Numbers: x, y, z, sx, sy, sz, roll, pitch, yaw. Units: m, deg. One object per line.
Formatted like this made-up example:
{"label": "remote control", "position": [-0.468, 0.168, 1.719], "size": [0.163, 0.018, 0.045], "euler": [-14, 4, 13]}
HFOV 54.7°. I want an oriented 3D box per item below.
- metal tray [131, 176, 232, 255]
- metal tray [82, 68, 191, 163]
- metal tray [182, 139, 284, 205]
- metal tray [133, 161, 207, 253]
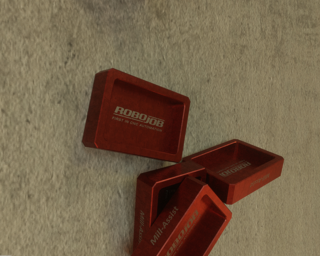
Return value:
{"label": "metal tray", "position": [0.027, 0.134, 0.372], "size": [0.130, 0.030, 0.090], "euler": [-53, 131, -15]}
{"label": "metal tray", "position": [-0.023, -0.010, 0.383], "size": [0.131, 0.030, 0.090], "euler": [15, 80, -39]}
{"label": "metal tray", "position": [0.106, 0.057, 0.450], "size": [0.131, 0.090, 0.030], "euler": [-15, 117, -39]}
{"label": "metal tray", "position": [0.012, 0.114, 0.394], "size": [0.091, 0.030, 0.129], "euler": [-9, 110, -40]}
